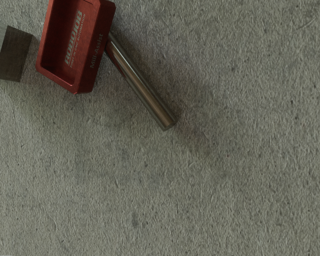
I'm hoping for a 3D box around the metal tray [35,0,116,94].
[{"bbox_3d":[-0.120,-0.123,0.428,0.090,0.030,0.129,31,113,23],"label":"metal tray"}]

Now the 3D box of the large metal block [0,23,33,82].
[{"bbox_3d":[-0.260,-0.125,0.487,0.080,0.050,0.080,21,97,18],"label":"large metal block"}]

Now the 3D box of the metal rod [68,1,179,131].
[{"bbox_3d":[-0.073,-0.121,0.434,0.025,0.025,0.299,-40,78,16],"label":"metal rod"}]
